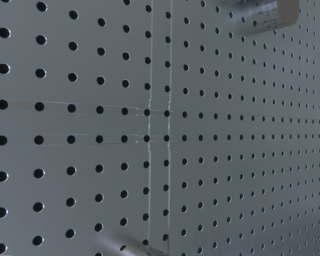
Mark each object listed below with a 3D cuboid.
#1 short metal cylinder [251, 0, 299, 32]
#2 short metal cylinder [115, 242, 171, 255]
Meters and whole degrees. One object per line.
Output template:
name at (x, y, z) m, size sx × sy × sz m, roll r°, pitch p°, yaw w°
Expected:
short metal cylinder at (0.213, -0.223, 0.570) m, size 0.081 × 0.050 × 0.079 m, roll 0°, pitch 90°, yaw -40°
short metal cylinder at (-0.019, 0.188, 0.377) m, size 0.081 × 0.050 × 0.079 m, roll 0°, pitch 91°, yaw -40°
